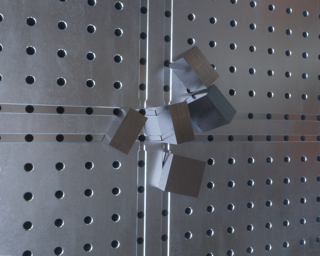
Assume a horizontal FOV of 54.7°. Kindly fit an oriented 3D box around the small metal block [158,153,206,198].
[{"bbox_3d":[0.030,0.065,0.425,0.050,0.025,0.050,16,85,-20],"label":"small metal block"}]

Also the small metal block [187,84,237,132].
[{"bbox_3d":[0.066,-0.026,0.422,0.050,0.050,0.025,48,54,-14],"label":"small metal block"}]

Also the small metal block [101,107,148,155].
[{"bbox_3d":[-0.045,0.003,0.384,0.025,0.050,0.050,32,80,-18],"label":"small metal block"}]

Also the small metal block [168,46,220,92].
[{"bbox_3d":[0.045,-0.078,0.417,0.025,0.050,0.050,-44,104,-15],"label":"small metal block"}]

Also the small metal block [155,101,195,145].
[{"bbox_3d":[0.019,-0.007,0.407,0.025,0.050,0.050,-14,95,-20],"label":"small metal block"}]
